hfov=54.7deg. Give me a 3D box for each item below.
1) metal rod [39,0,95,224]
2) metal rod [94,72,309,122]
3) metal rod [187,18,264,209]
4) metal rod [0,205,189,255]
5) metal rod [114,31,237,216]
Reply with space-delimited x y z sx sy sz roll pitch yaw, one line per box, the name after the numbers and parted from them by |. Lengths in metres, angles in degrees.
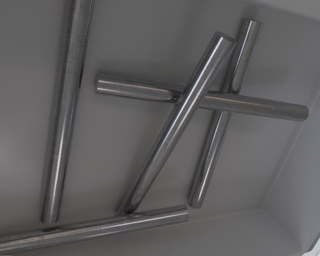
-0.105 -0.015 0.341 0.025 0.025 0.298 2 118 -29 | metal rod
0.069 -0.035 0.397 0.302 0.025 0.025 6 116 -22 | metal rod
0.088 -0.004 0.453 0.025 0.025 0.298 -2 119 -28 | metal rod
-0.107 0.137 0.409 0.302 0.025 0.025 -5 121 -17 | metal rod
0.006 0.021 0.388 0.025 0.025 0.298 8 126 -32 | metal rod
